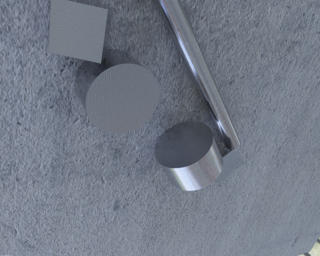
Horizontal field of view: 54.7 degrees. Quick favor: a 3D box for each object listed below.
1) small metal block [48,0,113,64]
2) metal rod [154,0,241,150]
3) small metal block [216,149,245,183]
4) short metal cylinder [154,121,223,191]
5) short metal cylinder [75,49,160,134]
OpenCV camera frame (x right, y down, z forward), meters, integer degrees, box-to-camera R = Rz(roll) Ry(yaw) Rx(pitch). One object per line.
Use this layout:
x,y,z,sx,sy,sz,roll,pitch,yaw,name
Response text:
-0.075,-0.094,0.295,0.050,0.025,0.050,12,115,-3,small metal block
0.050,-0.072,0.391,0.025,0.025,0.299,-37,130,-4,metal rod
0.098,0.058,0.481,0.050,0.050,0.025,-38,85,-3,small metal block
0.039,0.037,0.417,0.080,0.080,0.050,-34,129,-6,short metal cylinder
-0.048,-0.041,0.341,0.081,0.050,0.079,-14,125,-21,short metal cylinder
